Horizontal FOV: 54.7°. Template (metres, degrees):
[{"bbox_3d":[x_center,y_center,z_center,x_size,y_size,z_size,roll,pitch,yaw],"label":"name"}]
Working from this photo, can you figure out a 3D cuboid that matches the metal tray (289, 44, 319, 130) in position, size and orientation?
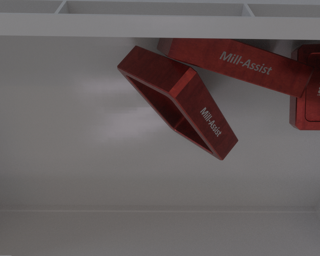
[{"bbox_3d":[0.210,-0.043,0.328,0.131,0.030,0.089,0,96,10],"label":"metal tray"}]

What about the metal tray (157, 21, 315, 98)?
[{"bbox_3d":[0.067,-0.069,0.304,0.131,0.090,0.030,14,106,-12],"label":"metal tray"}]

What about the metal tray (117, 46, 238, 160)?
[{"bbox_3d":[0.022,-0.023,0.328,0.030,0.090,0.130,-51,137,-7],"label":"metal tray"}]
